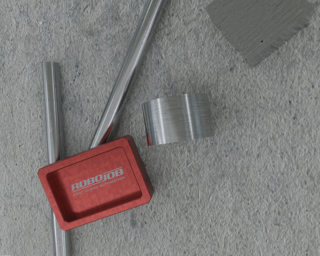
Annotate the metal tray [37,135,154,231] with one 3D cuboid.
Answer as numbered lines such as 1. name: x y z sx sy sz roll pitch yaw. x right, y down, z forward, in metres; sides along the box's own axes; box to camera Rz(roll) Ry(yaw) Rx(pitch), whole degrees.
1. metal tray: -0.084 0.073 0.414 0.130 0.030 0.090 -21 94 7

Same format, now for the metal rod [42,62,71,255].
1. metal rod: -0.154 0.052 0.461 0.025 0.025 0.298 -5 89 19

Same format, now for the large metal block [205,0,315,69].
1. large metal block: 0.112 -0.129 0.356 0.080 0.050 0.080 -39 78 15

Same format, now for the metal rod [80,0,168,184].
1. metal rod: -0.049 -0.060 0.425 0.025 0.025 0.298 26 98 18

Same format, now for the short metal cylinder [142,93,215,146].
1. short metal cylinder: 0.021 -0.009 0.372 0.080 0.080 0.050 -9 87 19
